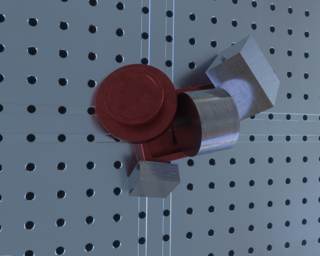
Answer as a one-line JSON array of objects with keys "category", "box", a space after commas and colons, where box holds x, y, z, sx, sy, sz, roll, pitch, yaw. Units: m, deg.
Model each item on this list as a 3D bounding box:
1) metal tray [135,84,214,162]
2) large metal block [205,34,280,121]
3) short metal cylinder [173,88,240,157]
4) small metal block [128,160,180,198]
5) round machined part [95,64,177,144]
[{"category": "metal tray", "box": [0.029, -0.007, 0.418, 0.131, 0.030, 0.089, -12, 94, -20]}, {"category": "large metal block", "box": [0.114, -0.068, 0.417, 0.080, 0.050, 0.080, 53, 38, -13]}, {"category": "short metal cylinder", "box": [0.054, -0.008, 0.386, 0.050, 0.080, 0.079, -10, 94, -21]}, {"category": "small metal block", "box": [-0.009, 0.066, 0.390, 0.050, 0.050, 0.025, 8, 53, -19]}, {"category": "round machined part", "box": [-0.029, -0.032, 0.369, 0.099, 0.042, 0.098, -1, 76, 3]}]
